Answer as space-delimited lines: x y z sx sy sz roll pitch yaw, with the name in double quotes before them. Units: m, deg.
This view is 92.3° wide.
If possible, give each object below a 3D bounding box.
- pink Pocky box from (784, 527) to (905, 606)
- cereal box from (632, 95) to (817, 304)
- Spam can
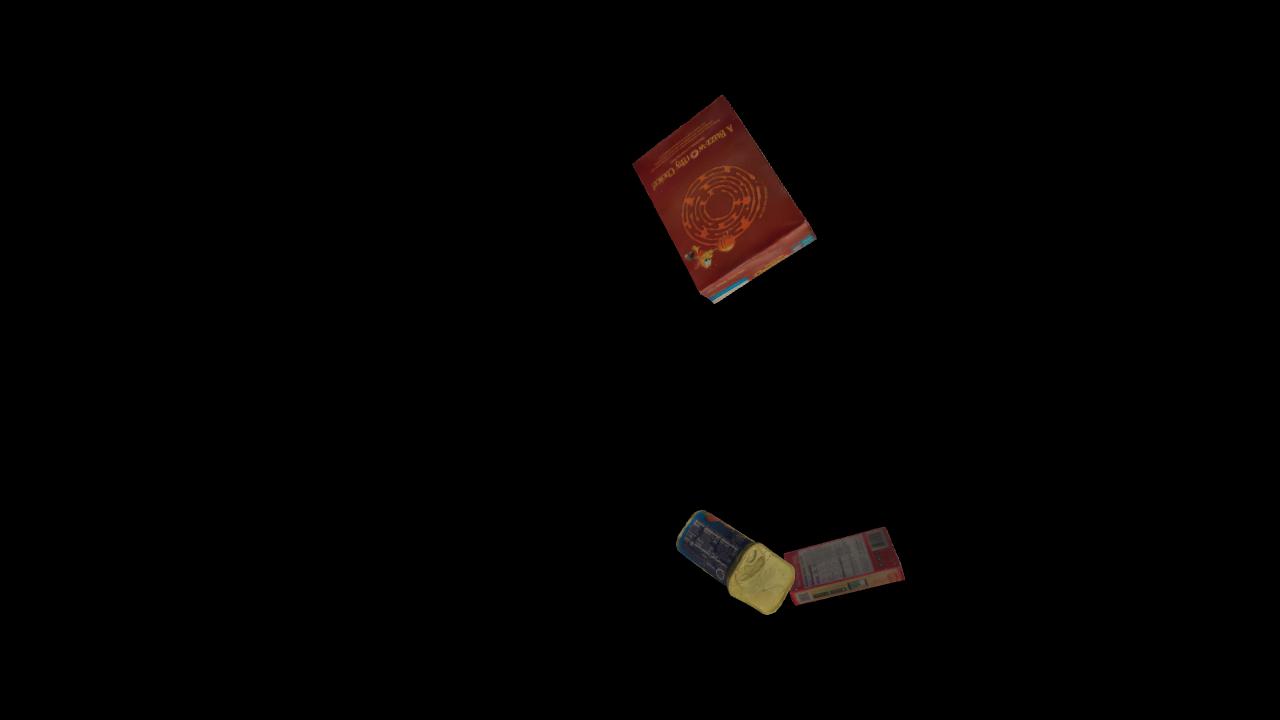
"pink Pocky box" 0.286 0.293 0.875 0.155 0.029 0.084 -20 19 14
"cereal box" 0.136 -0.275 1.056 0.203 0.306 0.081 -33 -25 18
"Spam can" 0.099 0.209 0.643 0.101 0.058 0.085 42 -13 -37
